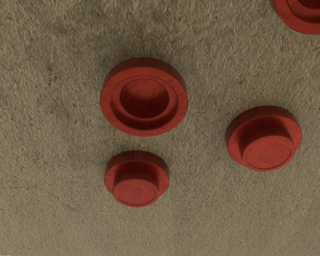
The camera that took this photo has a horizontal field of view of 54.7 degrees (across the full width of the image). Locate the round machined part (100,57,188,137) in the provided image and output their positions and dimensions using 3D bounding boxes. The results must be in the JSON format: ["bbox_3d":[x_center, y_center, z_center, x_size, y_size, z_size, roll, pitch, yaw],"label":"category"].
[{"bbox_3d":[-0.018,-0.039,0.362,0.099,0.042,0.097,0,130,0],"label":"round machined part"}]

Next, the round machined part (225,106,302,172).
[{"bbox_3d":[0.140,0.021,0.415,0.099,0.042,0.097,0,130,0],"label":"round machined part"}]

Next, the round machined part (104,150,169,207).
[{"bbox_3d":[-0.035,0.083,0.466,0.099,0.042,0.097,0,130,0],"label":"round machined part"}]

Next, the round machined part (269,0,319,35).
[{"bbox_3d":[0.146,-0.139,0.279,0.099,0.042,0.097,0,130,0],"label":"round machined part"}]
